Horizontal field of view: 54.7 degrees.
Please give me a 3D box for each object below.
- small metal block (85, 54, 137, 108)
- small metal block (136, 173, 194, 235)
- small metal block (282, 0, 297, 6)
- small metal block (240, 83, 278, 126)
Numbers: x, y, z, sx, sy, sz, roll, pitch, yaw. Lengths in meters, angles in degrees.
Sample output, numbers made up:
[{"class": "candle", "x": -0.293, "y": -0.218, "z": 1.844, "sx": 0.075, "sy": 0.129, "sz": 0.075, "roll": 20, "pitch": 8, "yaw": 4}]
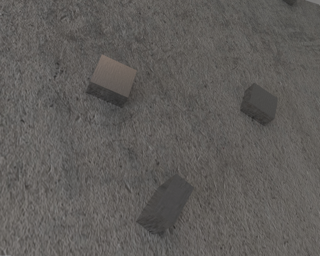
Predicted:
[{"class": "small metal block", "x": -0.063, "y": -0.061, "z": 0.407, "sx": 0.050, "sy": 0.025, "sz": 0.050, "roll": 23, "pitch": 53, "yaw": -15}, {"class": "small metal block", "x": 0.005, "y": 0.084, "z": 0.339, "sx": 0.025, "sy": 0.050, "sz": 0.050, "roll": 39, "pitch": 51, "yaw": -2}, {"class": "small metal block", "x": 0.325, "y": -0.346, "z": 0.789, "sx": 0.050, "sy": 0.025, "sz": 0.050, "roll": 29, "pitch": 52, "yaw": -10}, {"class": "small metal block", "x": 0.166, "y": -0.040, "z": 0.517, "sx": 0.050, "sy": 0.025, "sz": 0.050, "roll": 32, "pitch": 52, "yaw": -8}]
